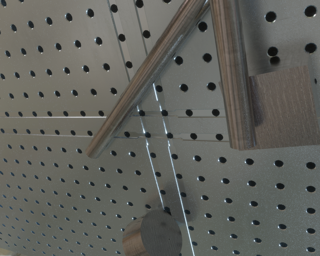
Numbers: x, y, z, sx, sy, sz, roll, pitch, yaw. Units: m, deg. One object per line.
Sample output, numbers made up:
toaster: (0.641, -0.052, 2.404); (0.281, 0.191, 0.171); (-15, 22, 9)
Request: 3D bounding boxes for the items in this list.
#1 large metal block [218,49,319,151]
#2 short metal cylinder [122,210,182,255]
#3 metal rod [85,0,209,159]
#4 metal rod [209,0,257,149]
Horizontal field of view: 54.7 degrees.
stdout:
large metal block: (0.116, -0.026, 0.317); (0.080, 0.050, 0.080); (-8, 115, 31)
short metal cylinder: (-0.012, 0.176, 0.489); (0.080, 0.080, 0.050); (47, 129, -5)
metal rod: (-0.029, -0.049, 0.394); (0.025, 0.025, 0.298); (41, 129, 0)
metal rod: (0.052, -0.126, 0.264); (0.025, 0.025, 0.298); (-4, 104, 29)
